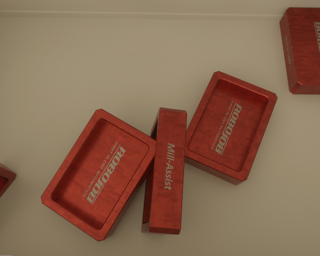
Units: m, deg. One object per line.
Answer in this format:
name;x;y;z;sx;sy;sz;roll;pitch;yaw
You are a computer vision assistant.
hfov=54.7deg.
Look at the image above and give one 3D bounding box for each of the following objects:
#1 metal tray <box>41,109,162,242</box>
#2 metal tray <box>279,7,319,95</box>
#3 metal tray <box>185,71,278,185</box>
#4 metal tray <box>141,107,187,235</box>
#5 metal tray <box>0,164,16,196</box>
metal tray;-0.068;0.054;0.371;0.090;0.030;0.130;30;84;11
metal tray;0.232;-0.113;0.451;0.091;0.030;0.130;1;70;0
metal tray;0.089;-0.002;0.408;0.090;0.030;0.130;24;71;8
metal tray;0.003;0.053;0.354;0.030;0.090;0.130;7;70;-6
metal tray;-0.229;0.089;0.339;0.030;0.090;0.130;31;73;10
